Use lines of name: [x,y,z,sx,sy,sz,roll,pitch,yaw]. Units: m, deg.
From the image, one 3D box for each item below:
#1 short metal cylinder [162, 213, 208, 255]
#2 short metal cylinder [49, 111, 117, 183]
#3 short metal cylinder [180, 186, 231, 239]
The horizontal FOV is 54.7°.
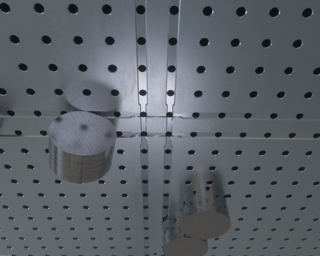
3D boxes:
short metal cylinder: [0.045,0.198,0.564,0.081,0.050,0.079,0,130,0]
short metal cylinder: [-0.099,0.023,0.394,0.081,0.080,0.050,10,129,-8]
short metal cylinder: [0.074,0.142,0.516,0.081,0.050,0.079,0,130,0]
